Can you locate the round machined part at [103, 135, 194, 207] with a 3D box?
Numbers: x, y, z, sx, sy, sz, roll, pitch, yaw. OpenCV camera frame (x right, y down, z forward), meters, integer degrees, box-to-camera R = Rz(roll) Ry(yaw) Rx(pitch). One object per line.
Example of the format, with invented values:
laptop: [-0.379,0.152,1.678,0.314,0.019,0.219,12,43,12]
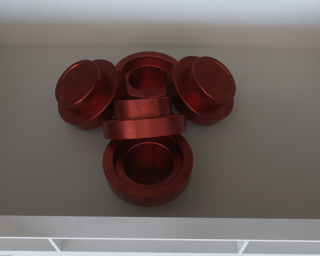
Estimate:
round machined part: [-0.013,0.045,0.353,0.099,0.042,0.098,0,50,0]

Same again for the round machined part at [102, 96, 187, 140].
round machined part: [-0.019,-0.014,0.366,0.099,0.098,0.042,-5,95,-4]

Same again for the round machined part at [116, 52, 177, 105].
round machined part: [-0.016,-0.063,0.443,0.099,0.042,0.098,0,50,0]

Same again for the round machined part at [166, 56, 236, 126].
round machined part: [0.061,-0.055,0.409,0.099,0.042,0.098,15,58,-26]

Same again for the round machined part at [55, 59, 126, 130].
round machined part: [-0.097,-0.050,0.405,0.098,0.042,0.098,-13,60,24]
